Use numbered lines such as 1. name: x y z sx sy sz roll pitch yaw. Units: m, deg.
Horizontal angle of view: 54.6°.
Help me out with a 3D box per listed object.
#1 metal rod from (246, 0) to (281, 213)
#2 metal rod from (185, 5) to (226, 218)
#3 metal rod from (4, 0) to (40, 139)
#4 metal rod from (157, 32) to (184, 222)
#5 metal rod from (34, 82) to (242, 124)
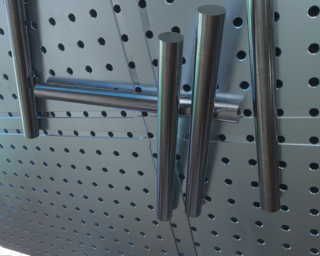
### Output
1. metal rod: 0.112 -0.031 0.332 0.025 0.025 0.298 2 120 27
2. metal rod: 0.047 0.011 0.364 0.025 0.025 0.298 16 134 19
3. metal rod: -0.202 -0.110 0.450 0.025 0.025 0.298 21 126 16
4. metal rod: 0.009 0.025 0.397 0.025 0.025 0.298 17 133 18
5. metal rod: -0.046 -0.037 0.412 0.300 0.025 0.025 8 122 23
